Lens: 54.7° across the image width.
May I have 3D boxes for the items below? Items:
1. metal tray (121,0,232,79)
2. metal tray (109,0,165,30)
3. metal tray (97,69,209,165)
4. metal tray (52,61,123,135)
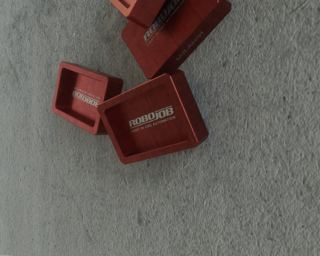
[{"bbox_3d":[0.014,-0.134,0.390,0.129,0.030,0.090,-45,63,31],"label":"metal tray"},{"bbox_3d":[-0.026,-0.189,0.390,0.090,0.030,0.130,-56,38,19],"label":"metal tray"},{"bbox_3d":[-0.013,-0.009,0.394,0.130,0.030,0.090,-18,98,38],"label":"metal tray"},{"bbox_3d":[-0.122,-0.051,0.502,0.130,0.030,0.089,23,105,37],"label":"metal tray"}]
